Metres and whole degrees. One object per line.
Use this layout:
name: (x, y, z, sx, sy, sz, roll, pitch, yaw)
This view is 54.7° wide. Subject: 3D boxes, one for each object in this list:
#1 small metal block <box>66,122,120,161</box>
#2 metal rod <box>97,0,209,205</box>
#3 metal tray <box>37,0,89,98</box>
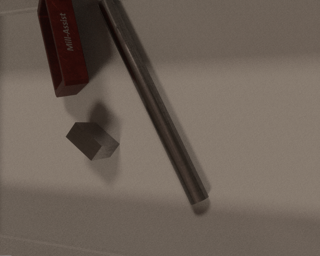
small metal block: (-0.092, 0.017, 0.428, 0.050, 0.050, 0.025, 40, 103, 15)
metal rod: (-0.013, -0.042, 0.414, 0.025, 0.025, 0.299, -28, 81, 17)
metal tray: (-0.134, -0.113, 0.419, 0.030, 0.090, 0.129, -13, 90, -26)
